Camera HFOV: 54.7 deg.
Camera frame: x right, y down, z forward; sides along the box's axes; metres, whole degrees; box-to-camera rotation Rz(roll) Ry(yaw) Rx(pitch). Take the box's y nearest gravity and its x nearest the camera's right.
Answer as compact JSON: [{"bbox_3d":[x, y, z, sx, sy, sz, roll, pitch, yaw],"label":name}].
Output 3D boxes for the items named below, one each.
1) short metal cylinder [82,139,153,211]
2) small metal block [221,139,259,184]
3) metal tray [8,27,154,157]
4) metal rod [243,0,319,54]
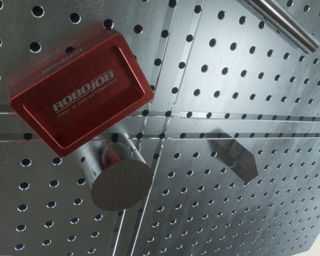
[{"bbox_3d":[-0.056,0.061,0.403,0.081,0.050,0.079,-14,125,-21],"label":"short metal cylinder"},{"bbox_3d":[0.130,0.053,0.501,0.025,0.050,0.050,-32,129,-8],"label":"small metal block"},{"bbox_3d":[-0.082,-0.037,0.340,0.130,0.030,0.090,-34,129,-6],"label":"metal tray"},{"bbox_3d":[0.110,-0.163,0.372,0.302,0.025,0.025,19,108,-36],"label":"metal rod"}]
